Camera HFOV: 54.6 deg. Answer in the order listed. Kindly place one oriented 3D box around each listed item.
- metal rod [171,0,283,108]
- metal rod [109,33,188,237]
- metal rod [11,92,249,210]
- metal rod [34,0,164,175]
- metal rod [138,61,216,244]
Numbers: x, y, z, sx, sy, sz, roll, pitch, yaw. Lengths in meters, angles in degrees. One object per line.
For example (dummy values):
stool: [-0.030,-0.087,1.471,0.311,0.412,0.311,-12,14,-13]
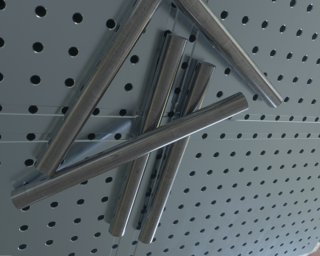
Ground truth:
metal rod: [0.084,-0.097,0.377,0.301,0.025,0.025,30,102,-44]
metal rod: [-0.023,0.025,0.413,0.025,0.025,0.298,4,116,-30]
metal rod: [-0.033,0.026,0.380,0.301,0.025,0.025,-23,128,-3]
metal rod: [-0.053,-0.073,0.336,0.025,0.025,0.299,26,104,-37]
metal rod: [0.017,0.049,0.450,0.025,0.025,0.298,3,117,-30]
